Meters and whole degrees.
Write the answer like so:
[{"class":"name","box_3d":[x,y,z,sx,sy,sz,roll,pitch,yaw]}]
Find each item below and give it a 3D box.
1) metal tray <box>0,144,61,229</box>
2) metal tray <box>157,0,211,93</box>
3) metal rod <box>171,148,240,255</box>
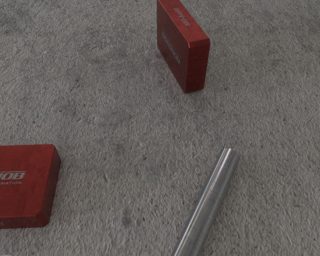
[{"class":"metal tray","box_3d":[-0.186,0.064,0.345,0.131,0.030,0.090,-2,50,-2]},{"class":"metal tray","box_3d":[0.030,-0.127,0.468,0.030,0.090,0.130,-15,52,-12]},{"class":"metal rod","box_3d":[0.016,0.135,0.289,0.025,0.025,0.301,22,53,17]}]
